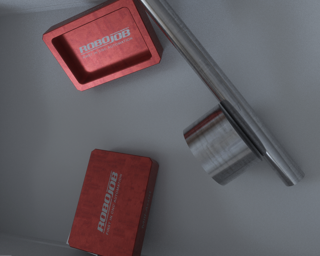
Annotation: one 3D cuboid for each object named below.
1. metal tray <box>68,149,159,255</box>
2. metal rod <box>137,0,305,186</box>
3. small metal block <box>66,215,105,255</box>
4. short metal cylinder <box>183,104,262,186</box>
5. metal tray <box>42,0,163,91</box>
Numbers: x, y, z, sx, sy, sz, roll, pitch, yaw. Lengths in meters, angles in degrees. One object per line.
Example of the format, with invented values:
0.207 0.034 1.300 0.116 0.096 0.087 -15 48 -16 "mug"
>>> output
-0.060 0.099 0.409 0.090 0.030 0.129 7 76 19 "metal tray"
0.061 -0.057 0.352 0.025 0.025 0.300 -39 92 16 "metal rod"
-0.096 0.145 0.436 0.050 0.025 0.050 13 78 19 "small metal block"
0.072 0.019 0.356 0.050 0.080 0.080 -38 78 16 "short metal cylinder"
-0.073 -0.109 0.405 0.130 0.030 0.090 -16 124 19 "metal tray"
